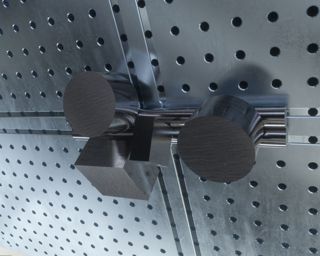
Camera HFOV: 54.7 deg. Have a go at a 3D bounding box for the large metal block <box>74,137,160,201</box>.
[{"bbox_3d":[-0.058,0.057,0.439,0.080,0.050,0.080,-1,138,28],"label":"large metal block"}]

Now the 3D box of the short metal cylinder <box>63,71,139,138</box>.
[{"bbox_3d":[-0.074,-0.030,0.393,0.080,0.050,0.079,3,96,27],"label":"short metal cylinder"}]

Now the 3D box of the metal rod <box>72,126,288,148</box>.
[{"bbox_3d":[0.006,0.008,0.409,0.300,0.025,0.025,1,119,27],"label":"metal rod"}]

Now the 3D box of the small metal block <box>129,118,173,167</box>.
[{"bbox_3d":[-0.009,0.018,0.370,0.025,0.050,0.050,1,77,28],"label":"small metal block"}]

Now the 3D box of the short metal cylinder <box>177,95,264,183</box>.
[{"bbox_3d":[0.065,0.011,0.331,0.080,0.050,0.079,13,124,21],"label":"short metal cylinder"}]

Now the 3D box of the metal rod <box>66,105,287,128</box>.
[{"bbox_3d":[0.000,-0.014,0.398,0.300,0.025,0.025,1,119,27],"label":"metal rod"}]
